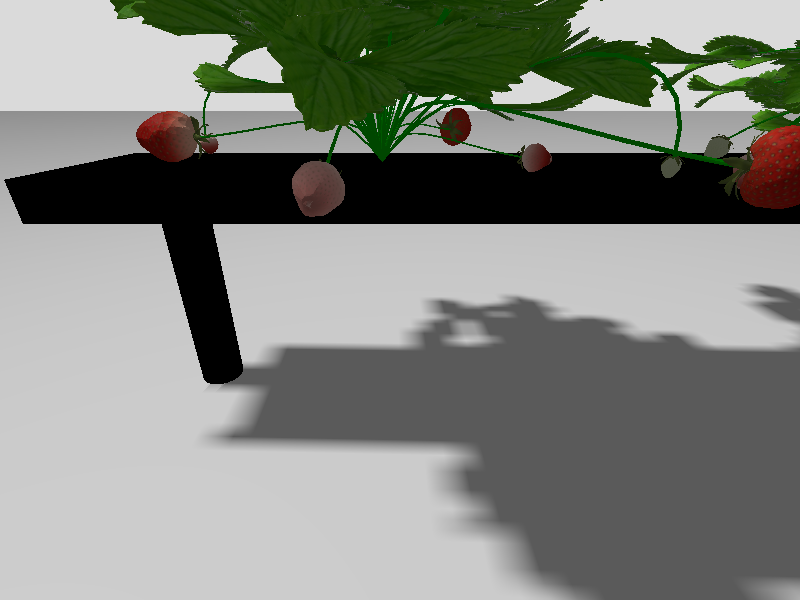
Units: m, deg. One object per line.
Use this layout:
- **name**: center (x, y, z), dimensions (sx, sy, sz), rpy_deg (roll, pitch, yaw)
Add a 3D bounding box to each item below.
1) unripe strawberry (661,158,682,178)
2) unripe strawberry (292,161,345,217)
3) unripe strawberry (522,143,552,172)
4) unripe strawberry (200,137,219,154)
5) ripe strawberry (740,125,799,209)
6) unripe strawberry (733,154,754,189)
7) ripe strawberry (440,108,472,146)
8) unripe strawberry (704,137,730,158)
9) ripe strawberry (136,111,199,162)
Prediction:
- **unripe strawberry**: center (0.152, -0.075, 0.226), dimensions (0.010, 0.011, 0.011), rpy_deg (17, 31, 30)
- **unripe strawberry**: center (-0.035, -0.046, 0.171), dimensions (0.022, 0.024, 0.024), rpy_deg (3, 41, 6)
- **unripe strawberry**: center (0.094, -0.097, 0.274), dimensions (0.019, 0.019, 0.021), rpy_deg (15, 30, 26)
- **unripe strawberry**: center (-0.178, -0.145, 0.374), dimensions (0.016, 0.016, 0.015), rpy_deg (8, 28, 15)
- **ripe strawberry**: center (0.174, -0.058, 0.177), dimensions (0.034, 0.036, 0.031), rpy_deg (22, 34, 36)
- **unripe strawberry**: center (0.203, -0.074, 0.232), dimensions (0.019, 0.020, 0.018), rpy_deg (8, 20, -31)
- **ripe strawberry**: center (0.062, -0.187, 0.432), dimensions (0.033, 0.038, 0.036), rpy_deg (16, 30, 29)
- **unripe strawberry**: center (0.268, -0.128, 0.340), dimensions (0.016, 0.018, 0.018), rpy_deg (40, 23, -15)
- **ripe strawberry**: center (-0.182, -0.128, 0.314), dimensions (0.043, 0.037, 0.043), rpy_deg (-2, 27, -3)
